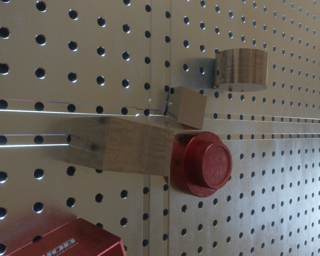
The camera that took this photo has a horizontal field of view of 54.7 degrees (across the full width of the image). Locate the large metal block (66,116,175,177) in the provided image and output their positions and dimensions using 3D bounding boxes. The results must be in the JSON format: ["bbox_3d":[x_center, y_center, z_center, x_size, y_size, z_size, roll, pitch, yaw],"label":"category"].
[{"bbox_3d":[-0.044,0.020,0.337,0.081,0.080,0.050,13,82,-39],"label":"large metal block"}]

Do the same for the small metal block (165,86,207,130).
[{"bbox_3d":[0.038,-0.027,0.441,0.050,0.025,0.050,17,80,-39],"label":"small metal block"}]

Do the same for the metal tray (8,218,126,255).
[{"bbox_3d":[-0.106,0.134,0.278,0.131,0.090,0.030,-23,105,-38],"label":"metal tray"}]

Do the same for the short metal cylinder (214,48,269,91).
[{"bbox_3d":[0.125,-0.087,0.478,0.081,0.080,0.050,5,87,-40],"label":"short metal cylinder"}]

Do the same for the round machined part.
[{"bbox_3d":[0.069,0.054,0.456,0.099,0.042,0.097,0,90,-40],"label":"round machined part"}]
